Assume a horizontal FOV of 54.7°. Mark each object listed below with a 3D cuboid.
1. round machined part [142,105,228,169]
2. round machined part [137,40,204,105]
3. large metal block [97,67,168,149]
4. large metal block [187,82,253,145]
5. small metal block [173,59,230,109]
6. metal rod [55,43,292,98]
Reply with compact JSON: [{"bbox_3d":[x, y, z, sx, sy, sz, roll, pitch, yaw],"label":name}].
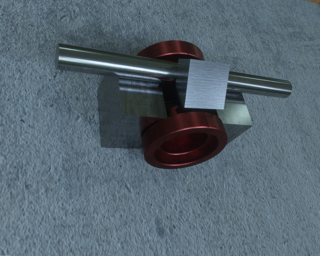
[{"bbox_3d":[0.027,0.008,0.367,0.099,0.097,0.042,4,55,-26],"label":"round machined part"},{"bbox_3d":[0.013,-0.065,0.405,0.099,0.097,0.042,4,61,-27],"label":"round machined part"},{"bbox_3d":[-0.037,-0.028,0.367,0.050,0.080,0.080,4,60,-26],"label":"large metal block"},{"bbox_3d":[0.069,-0.021,0.420,0.050,0.080,0.080,4,60,-27],"label":"large metal block"},{"bbox_3d":[0.045,-0.048,0.339,0.050,0.025,0.050,1,102,-26],"label":"small metal block"},{"bbox_3d":[0.038,-0.061,0.360,0.302,0.025,0.025,3,61,-27],"label":"metal rod"}]
